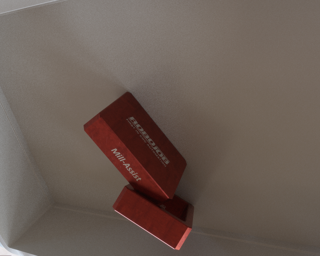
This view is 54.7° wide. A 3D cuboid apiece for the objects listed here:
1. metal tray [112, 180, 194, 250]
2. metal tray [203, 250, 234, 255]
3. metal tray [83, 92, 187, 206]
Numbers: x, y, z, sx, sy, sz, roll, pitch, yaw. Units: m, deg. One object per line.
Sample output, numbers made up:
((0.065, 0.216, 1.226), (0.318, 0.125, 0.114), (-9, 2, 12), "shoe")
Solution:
((-0.002, 0.105, 0.413), (0.090, 0.130, 0.030), (31, 91, 8), "metal tray")
((0.134, 0.248, 0.490), (0.130, 0.030, 0.089), (1, 119, 28), "metal tray")
((-0.025, 0.024, 0.392), (0.030, 0.090, 0.130), (-35, 99, 28), "metal tray")
